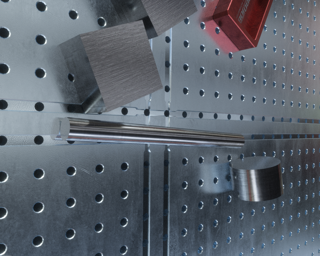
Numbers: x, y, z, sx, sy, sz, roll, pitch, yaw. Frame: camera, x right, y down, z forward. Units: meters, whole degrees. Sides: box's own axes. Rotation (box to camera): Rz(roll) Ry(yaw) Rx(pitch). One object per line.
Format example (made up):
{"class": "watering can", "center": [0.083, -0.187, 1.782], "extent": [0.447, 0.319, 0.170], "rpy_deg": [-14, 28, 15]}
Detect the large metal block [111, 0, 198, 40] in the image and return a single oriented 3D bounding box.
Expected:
{"class": "large metal block", "center": [-0.010, -0.162, 0.384], "extent": [0.080, 0.050, 0.080], "rpy_deg": [-42, 116, -32]}

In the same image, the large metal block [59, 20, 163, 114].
{"class": "large metal block", "center": [-0.053, -0.068, 0.348], "extent": [0.081, 0.050, 0.080], "rpy_deg": [-28, 108, -36]}

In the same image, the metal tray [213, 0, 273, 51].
{"class": "metal tray", "center": [0.147, -0.211, 0.527], "extent": [0.090, 0.030, 0.130], "rpy_deg": [36, 68, -34]}

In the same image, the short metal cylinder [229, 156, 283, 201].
{"class": "short metal cylinder", "center": [0.156, 0.080, 0.504], "extent": [0.081, 0.080, 0.050], "rpy_deg": [-14, 99, -39]}

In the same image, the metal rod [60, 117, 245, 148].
{"class": "metal rod", "center": [0.016, 0.011, 0.422], "extent": [0.302, 0.025, 0.025], "rpy_deg": [5, 87, -40]}
